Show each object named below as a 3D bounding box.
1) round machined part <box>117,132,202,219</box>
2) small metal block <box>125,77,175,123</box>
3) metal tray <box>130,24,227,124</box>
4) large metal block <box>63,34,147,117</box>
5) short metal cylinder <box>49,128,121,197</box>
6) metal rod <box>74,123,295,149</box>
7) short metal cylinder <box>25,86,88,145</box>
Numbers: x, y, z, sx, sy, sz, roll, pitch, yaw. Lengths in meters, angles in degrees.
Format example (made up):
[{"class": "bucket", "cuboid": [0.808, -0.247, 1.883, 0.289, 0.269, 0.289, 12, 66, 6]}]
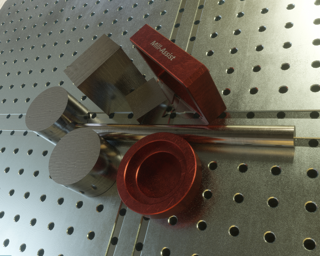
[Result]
[{"class": "round machined part", "cuboid": [0.003, 0.057, 0.361, 0.098, 0.042, 0.098, -13, 56, 21]}, {"class": "small metal block", "cuboid": [-0.015, -0.036, 0.439, 0.050, 0.025, 0.050, -34, 51, 6]}, {"class": "metal tray", "cuboid": [0.022, -0.070, 0.398, 0.030, 0.090, 0.130, -43, 51, -1]}, {"class": "large metal block", "cuboid": [-0.079, -0.077, 0.462, 0.080, 0.080, 0.050, -44, 52, -2]}, {"class": "short metal cylinder", "cuboid": [-0.100, 0.046, 0.416, 0.080, 0.050, 0.080, -13, 56, 21]}, {"class": "metal rod", "cuboid": [0.010, 0.007, 0.398, 0.300, 0.025, 0.025, 1, 62, 28]}, {"class": "short metal cylinder", "cuboid": [-0.162, -0.018, 0.488, 0.080, 0.050, 0.080, -13, 56, 21]}]
